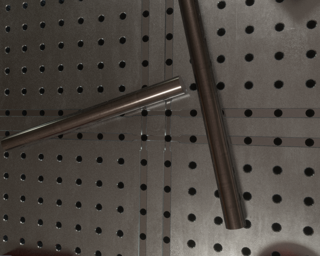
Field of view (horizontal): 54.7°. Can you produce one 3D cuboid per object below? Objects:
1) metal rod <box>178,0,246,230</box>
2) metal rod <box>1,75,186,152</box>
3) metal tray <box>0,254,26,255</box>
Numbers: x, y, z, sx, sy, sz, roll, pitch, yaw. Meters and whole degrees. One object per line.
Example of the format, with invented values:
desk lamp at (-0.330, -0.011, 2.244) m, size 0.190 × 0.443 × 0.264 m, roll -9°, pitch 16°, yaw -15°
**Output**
metal rod at (0.064, -0.026, 0.389) m, size 0.025 × 0.025 × 0.298 m, roll -13°, pitch 86°, yaw 19°
metal rod at (-0.107, -0.015, 0.449) m, size 0.301 × 0.025 × 0.025 m, roll -17°, pitch 85°, yaw 18°
metal tray at (-0.202, 0.250, 0.479) m, size 0.130 × 0.030 × 0.089 m, roll -2°, pitch 89°, yaw 19°
